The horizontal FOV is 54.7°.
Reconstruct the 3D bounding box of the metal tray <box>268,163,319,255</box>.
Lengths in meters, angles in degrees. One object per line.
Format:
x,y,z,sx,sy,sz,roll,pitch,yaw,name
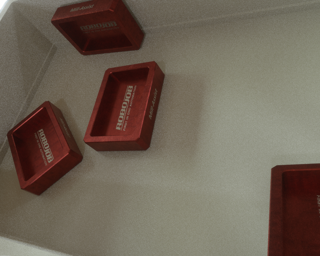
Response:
0.135,0.076,0.241,0.090,0.030,0.130,-6,26,24,metal tray

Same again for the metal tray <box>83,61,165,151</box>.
-0.050,-0.032,0.447,0.090,0.030,0.130,-3,60,26,metal tray

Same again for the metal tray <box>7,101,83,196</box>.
-0.183,0.027,0.481,0.090,0.030,0.130,-39,51,1,metal tray

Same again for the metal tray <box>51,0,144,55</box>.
-0.104,-0.167,0.521,0.130,0.090,0.030,2,63,29,metal tray
